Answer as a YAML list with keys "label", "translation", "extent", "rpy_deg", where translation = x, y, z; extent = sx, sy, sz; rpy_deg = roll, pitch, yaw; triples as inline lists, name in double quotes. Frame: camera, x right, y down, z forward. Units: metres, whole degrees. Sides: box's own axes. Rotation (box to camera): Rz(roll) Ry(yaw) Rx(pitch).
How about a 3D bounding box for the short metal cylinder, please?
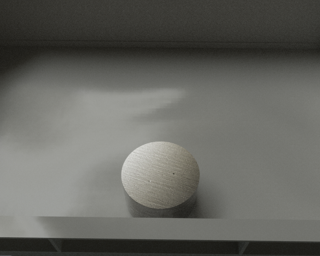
- label: "short metal cylinder"
  translation: [0.001, 0.061, 0.337]
  extent: [0.080, 0.050, 0.080]
  rpy_deg: [0, 50, 0]
